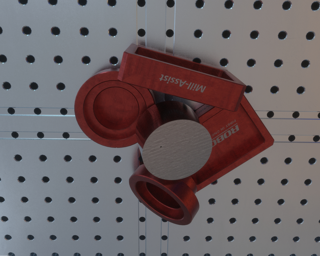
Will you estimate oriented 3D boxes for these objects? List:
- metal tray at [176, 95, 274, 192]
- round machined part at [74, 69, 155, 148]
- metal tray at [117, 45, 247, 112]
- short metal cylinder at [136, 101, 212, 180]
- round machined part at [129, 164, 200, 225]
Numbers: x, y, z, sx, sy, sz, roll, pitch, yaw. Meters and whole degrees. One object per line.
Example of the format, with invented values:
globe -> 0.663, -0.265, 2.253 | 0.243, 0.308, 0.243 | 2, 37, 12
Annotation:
metal tray -> 0.072, 0.017, 0.417 | 0.130, 0.030, 0.090 | -35, 107, 11
round machined part -> -0.054, -0.027, 0.394 | 0.099, 0.042, 0.097 | 0, 110, -1
metal tray -> 0.023, -0.061, 0.356 | 0.131, 0.090, 0.030 | 14, 110, -6
short metal cylinder -> 0.015, 0.014, 0.366 | 0.081, 0.050, 0.079 | -6, 120, -11
round machined part -> 0.010, 0.082, 0.416 | 0.098, 0.042, 0.097 | 26, 145, 20
